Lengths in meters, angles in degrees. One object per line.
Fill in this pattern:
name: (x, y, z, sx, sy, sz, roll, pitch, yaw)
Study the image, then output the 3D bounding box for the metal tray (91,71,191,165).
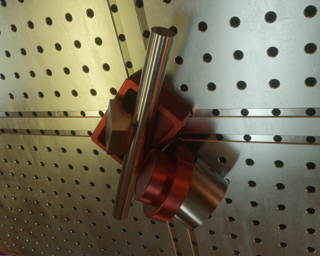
metal tray: (-0.030, -0.001, 0.421, 0.090, 0.030, 0.129, 40, 129, 0)

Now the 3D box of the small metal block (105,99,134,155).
small metal block: (-0.053, -0.001, 0.393, 0.025, 0.050, 0.050, 2, 140, -18)

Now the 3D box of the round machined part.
round machined part: (-0.001, 0.064, 0.389, 0.042, 0.098, 0.097, 24, 130, -14)

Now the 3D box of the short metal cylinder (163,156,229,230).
short metal cylinder: (0.043, 0.083, 0.402, 0.050, 0.080, 0.080, 40, 129, 1)

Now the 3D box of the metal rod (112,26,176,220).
metal rod: (-0.030, 0.019, 0.398, 0.025, 0.025, 0.298, 25, 127, 12)
